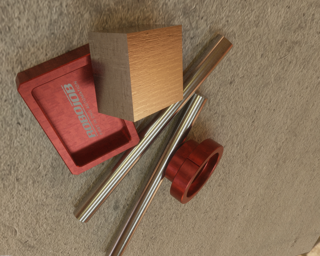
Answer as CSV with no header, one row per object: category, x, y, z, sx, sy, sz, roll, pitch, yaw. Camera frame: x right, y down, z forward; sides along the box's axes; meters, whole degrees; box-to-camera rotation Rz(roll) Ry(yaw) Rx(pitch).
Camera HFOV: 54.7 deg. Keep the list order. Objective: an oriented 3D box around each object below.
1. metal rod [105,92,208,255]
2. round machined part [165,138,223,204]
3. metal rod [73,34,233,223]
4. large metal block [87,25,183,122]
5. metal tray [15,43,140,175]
metal rod,-0.012,0.083,0.452,0.025,0.025,0.298,15,111,-35
round machined part,0.044,0.055,0.438,0.098,0.042,0.097,-43,154,-27
metal rod,-0.013,0.006,0.404,0.025,0.025,0.299,34,99,-39
large metal block,-0.021,-0.060,0.316,0.081,0.050,0.079,-28,124,-46
metal tray,-0.085,-0.017,0.347,0.091,0.030,0.129,-28,128,-11
